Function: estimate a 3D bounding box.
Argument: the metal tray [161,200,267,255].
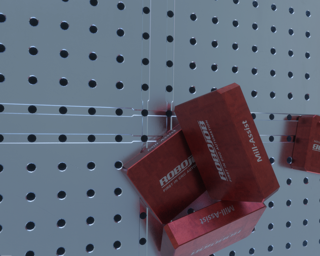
[{"bbox_3d":[0.067,0.135,0.405,0.131,0.030,0.090,-17,141,-19],"label":"metal tray"}]

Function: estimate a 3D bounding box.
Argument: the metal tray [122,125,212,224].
[{"bbox_3d":[0.026,0.053,0.419,0.131,0.030,0.090,-36,102,-16],"label":"metal tray"}]

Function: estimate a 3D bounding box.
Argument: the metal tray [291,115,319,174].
[{"bbox_3d":[0.285,0.035,0.514,0.131,0.030,0.090,12,86,-20],"label":"metal tray"}]

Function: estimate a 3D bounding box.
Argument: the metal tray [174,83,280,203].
[{"bbox_3d":[0.075,0.021,0.367,0.030,0.090,0.130,-25,94,-32],"label":"metal tray"}]
